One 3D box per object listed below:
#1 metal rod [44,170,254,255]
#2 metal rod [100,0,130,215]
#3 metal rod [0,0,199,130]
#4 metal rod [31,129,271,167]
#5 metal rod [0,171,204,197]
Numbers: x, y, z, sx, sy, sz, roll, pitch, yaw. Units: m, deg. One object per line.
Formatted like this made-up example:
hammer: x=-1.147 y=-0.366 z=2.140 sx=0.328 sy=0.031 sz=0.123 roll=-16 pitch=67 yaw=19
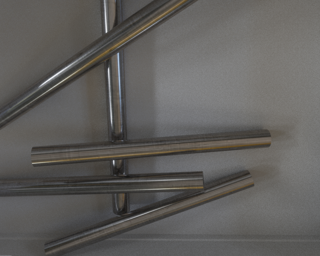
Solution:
metal rod: x=-0.014 y=0.121 z=0.437 sx=0.301 sy=0.025 sz=0.025 roll=-19 pitch=109 yaw=-1
metal rod: x=-0.056 y=-0.019 z=0.403 sx=0.025 sy=0.025 sz=0.298 roll=0 pitch=110 yaw=0
metal rod: x=-0.091 y=-0.075 z=0.360 sx=0.300 sy=0.025 sz=0.025 roll=-28 pitch=108 yaw=18
metal rod: x=-0.005 y=0.025 z=0.399 sx=0.302 sy=0.025 sz=0.025 roll=-4 pitch=110 yaw=-7
metal rod: x=-0.093 y=0.077 z=0.416 sx=0.301 sy=0.025 sz=0.025 roll=-4 pitch=110 yaw=10
